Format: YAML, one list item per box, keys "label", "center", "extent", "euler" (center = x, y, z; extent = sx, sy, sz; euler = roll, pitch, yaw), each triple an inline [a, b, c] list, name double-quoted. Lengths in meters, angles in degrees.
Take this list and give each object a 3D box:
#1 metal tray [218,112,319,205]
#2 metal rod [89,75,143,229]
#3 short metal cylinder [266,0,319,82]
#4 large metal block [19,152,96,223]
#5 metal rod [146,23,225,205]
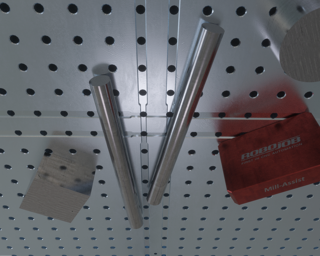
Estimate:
- label: "metal tray"
  center: [0.147, 0.038, 0.402]
  extent: [0.130, 0.090, 0.030]
  euler: [-22, 127, 17]
- label: "metal rod"
  center: [-0.056, 0.057, 0.459]
  extent: [0.025, 0.025, 0.298]
  euler: [-4, 130, 3]
- label: "short metal cylinder"
  center: [0.156, -0.094, 0.317]
  extent: [0.081, 0.050, 0.079]
  euler: [0, 130, 0]
- label: "large metal block"
  center: [-0.155, 0.093, 0.473]
  extent: [0.080, 0.050, 0.080]
  euler: [24, 126, -19]
- label: "metal rod"
  center: [0.023, 0.007, 0.417]
  extent: [0.025, 0.025, 0.298]
  euler: [10, 130, -8]
